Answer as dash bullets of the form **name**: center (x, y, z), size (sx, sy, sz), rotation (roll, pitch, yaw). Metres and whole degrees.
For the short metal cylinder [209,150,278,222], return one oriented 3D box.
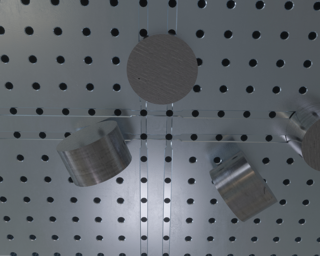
- **short metal cylinder**: center (0.111, 0.077, 0.413), size (0.050, 0.080, 0.080), rotation (-37, 106, 12)

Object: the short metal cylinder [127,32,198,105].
- **short metal cylinder**: center (0.003, -0.073, 0.373), size (0.081, 0.050, 0.079), rotation (0, 110, 0)

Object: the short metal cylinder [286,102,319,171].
- **short metal cylinder**: center (0.215, 0.011, 0.406), size (0.081, 0.050, 0.079), rotation (0, 110, 0)

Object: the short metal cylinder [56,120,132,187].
- **short metal cylinder**: center (-0.083, 0.031, 0.395), size (0.080, 0.080, 0.050), rotation (-18, 109, 6)
